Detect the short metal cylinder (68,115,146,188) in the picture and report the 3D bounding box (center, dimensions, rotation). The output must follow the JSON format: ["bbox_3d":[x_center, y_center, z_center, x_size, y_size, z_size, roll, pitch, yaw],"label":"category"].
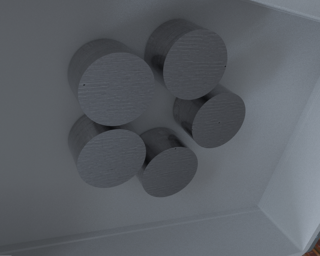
[{"bbox_3d":[-0.064,0.024,0.370,0.081,0.050,0.079,-14,124,-21],"label":"short metal cylinder"}]

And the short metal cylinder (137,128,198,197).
[{"bbox_3d":[0.004,0.046,0.420,0.081,0.050,0.079,-14,124,-21],"label":"short metal cylinder"}]

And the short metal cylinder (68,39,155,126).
[{"bbox_3d":[-0.052,-0.049,0.331,0.081,0.050,0.079,-14,124,-21],"label":"short metal cylinder"}]

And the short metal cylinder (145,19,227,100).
[{"bbox_3d":[0.029,-0.079,0.357,0.081,0.050,0.079,-14,124,-21],"label":"short metal cylinder"}]

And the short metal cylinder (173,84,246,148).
[{"bbox_3d":[0.065,-0.020,0.413,0.081,0.050,0.079,-14,124,-21],"label":"short metal cylinder"}]
